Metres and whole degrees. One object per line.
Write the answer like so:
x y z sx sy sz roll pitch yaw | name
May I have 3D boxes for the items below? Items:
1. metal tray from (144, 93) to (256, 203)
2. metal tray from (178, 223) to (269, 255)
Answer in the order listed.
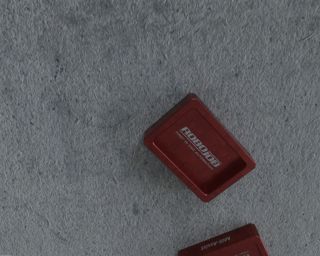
0.053 0.029 0.418 0.090 0.030 0.130 -41 106 13 | metal tray
0.105 0.214 0.486 0.130 0.030 0.090 -25 109 8 | metal tray
